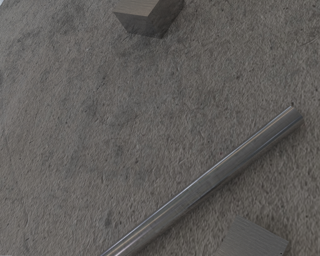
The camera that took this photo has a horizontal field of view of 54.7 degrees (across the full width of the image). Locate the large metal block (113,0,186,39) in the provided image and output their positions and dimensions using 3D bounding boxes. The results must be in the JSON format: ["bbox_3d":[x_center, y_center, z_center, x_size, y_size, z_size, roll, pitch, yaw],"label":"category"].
[{"bbox_3d":[-0.017,-0.203,0.521,0.080,0.050,0.080,23,74,36],"label":"large metal block"}]

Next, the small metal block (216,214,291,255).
[{"bbox_3d":[0.085,0.117,0.287,0.050,0.025,0.050,23,74,36],"label":"small metal block"}]

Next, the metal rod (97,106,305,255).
[{"bbox_3d":[0.030,0.079,0.339,0.300,0.025,0.025,-39,51,2],"label":"metal rod"}]
